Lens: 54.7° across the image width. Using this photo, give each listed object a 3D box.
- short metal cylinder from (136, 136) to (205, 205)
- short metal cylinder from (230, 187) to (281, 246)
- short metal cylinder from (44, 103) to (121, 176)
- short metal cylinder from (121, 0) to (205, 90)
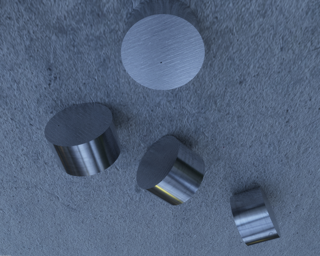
[{"bbox_3d":[0.014,0.057,0.420,0.050,0.080,0.080,37,121,-27],"label":"short metal cylinder"},{"bbox_3d":[0.151,0.139,0.491,0.050,0.080,0.080,-23,127,18],"label":"short metal cylinder"},{"bbox_3d":[-0.093,0.013,0.381,0.080,0.080,0.050,-5,130,4],"label":"short metal cylinder"},{"bbox_3d":[0.003,-0.086,0.317,0.081,0.050,0.079,0,130,0],"label":"short metal cylinder"}]
